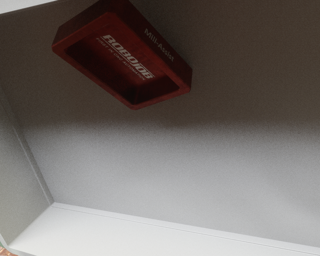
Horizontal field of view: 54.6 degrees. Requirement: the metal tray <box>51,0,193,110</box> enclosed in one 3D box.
[{"bbox_3d":[-0.036,-0.073,0.337,0.090,0.030,0.130,-16,143,34],"label":"metal tray"}]
